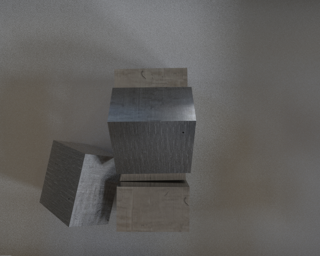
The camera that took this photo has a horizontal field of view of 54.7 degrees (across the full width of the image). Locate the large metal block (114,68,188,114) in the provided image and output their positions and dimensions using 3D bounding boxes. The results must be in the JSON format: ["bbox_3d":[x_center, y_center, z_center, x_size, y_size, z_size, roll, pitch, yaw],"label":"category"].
[{"bbox_3d":[-0.010,-0.041,0.381,0.081,0.080,0.050,-1,90,-1],"label":"large metal block"}]

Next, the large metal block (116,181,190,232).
[{"bbox_3d":[-0.008,0.090,0.382,0.081,0.080,0.050,0,90,-1],"label":"large metal block"}]

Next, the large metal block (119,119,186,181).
[{"bbox_3d":[-0.010,0.024,0.399,0.081,0.050,0.079,-1,90,-1],"label":"large metal block"}]

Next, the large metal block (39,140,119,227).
[{"bbox_3d":[-0.096,0.064,0.373,0.050,0.080,0.080,12,91,-43],"label":"large metal block"}]

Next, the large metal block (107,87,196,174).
[{"bbox_3d":[-0.007,0.004,0.326,0.081,0.079,0.050,-1,45,-1],"label":"large metal block"}]
